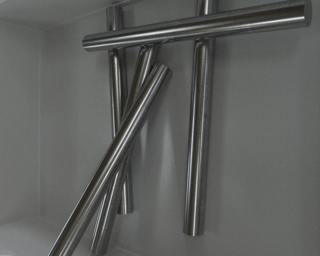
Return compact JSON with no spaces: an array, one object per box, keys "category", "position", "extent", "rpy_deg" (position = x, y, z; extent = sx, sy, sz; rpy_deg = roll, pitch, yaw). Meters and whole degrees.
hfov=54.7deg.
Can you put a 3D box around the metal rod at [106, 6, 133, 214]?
[{"category":"metal rod","position":[-0.060,-0.027,0.453],"extent":[0.025,0.025,0.298],"rpy_deg":[-5,87,39]}]

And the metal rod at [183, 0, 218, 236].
[{"category":"metal rod","position":[0.048,-0.024,0.365],"extent":[0.025,0.025,0.298],"rpy_deg":[5,93,39]}]

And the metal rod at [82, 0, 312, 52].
[{"category":"metal rod","position":[0.012,-0.112,0.361],"extent":[0.300,0.025,0.025],"rpy_deg":[6,94,39]}]

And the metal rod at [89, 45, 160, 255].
[{"category":"metal rod","position":[-0.048,0.025,0.421],"extent":[0.025,0.025,0.298],"rpy_deg":[17,93,38]}]

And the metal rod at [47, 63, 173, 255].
[{"category":"metal rod","position":[-0.065,0.053,0.380],"extent":[0.025,0.025,0.299],"rpy_deg":[22,79,37]}]
